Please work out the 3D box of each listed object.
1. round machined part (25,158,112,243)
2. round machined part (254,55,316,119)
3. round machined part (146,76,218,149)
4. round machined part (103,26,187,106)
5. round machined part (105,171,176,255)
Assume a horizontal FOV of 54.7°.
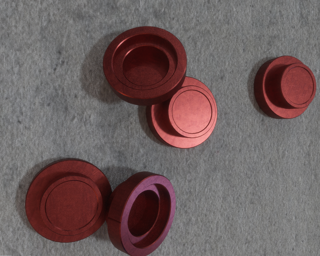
[{"bbox_3d":[-0.104,0.086,0.362,0.099,0.042,0.097,0,90,-21],"label":"round machined part"},{"bbox_3d":[0.198,-0.063,0.475,0.099,0.042,0.097,0,90,-21],"label":"round machined part"},{"bbox_3d":[0.035,-0.021,0.414,0.099,0.042,0.097,0,90,-21],"label":"round machined part"},{"bbox_3d":[-0.017,-0.072,0.380,0.099,0.042,0.098,-1,71,3],"label":"round machined part"},{"bbox_3d":[-0.027,0.101,0.376,0.099,0.042,0.097,-12,105,-49],"label":"round machined part"}]
